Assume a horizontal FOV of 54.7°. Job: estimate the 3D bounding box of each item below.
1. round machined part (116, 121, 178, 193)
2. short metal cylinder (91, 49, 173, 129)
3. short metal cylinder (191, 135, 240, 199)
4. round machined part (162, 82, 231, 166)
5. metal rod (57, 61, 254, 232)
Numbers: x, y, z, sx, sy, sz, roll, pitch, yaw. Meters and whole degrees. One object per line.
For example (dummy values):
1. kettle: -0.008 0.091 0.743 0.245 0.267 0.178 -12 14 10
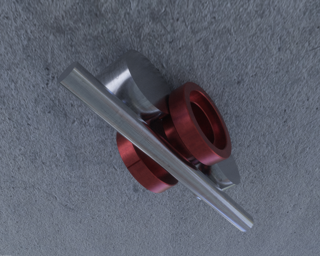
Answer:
1. round machined part: -0.005 0.027 0.382 0.042 0.098 0.098 -34 123 20
2. short metal cylinder: -0.028 -0.038 0.339 0.050 0.080 0.080 -32 124 24
3. short metal cylinder: 0.064 0.049 0.415 0.050 0.080 0.080 -32 124 24
4. round machined part: 0.040 -0.001 0.361 0.042 0.098 0.098 -29 125 28
5. metal rod: 0.017 0.039 0.338 0.025 0.025 0.300 -33 124 24
